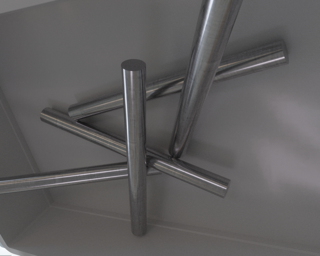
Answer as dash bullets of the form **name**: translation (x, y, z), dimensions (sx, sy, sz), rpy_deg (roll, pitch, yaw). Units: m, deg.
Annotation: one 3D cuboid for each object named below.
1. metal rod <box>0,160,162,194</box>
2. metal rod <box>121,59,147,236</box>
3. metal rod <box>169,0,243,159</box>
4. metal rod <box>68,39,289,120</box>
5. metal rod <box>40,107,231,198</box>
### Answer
- **metal rod**: translation (-0.147, 0.075, 0.458), dimensions (0.301, 0.025, 0.025), rpy_deg (-8, 117, 6)
- **metal rod**: translation (-0.030, 0.051, 0.406), dimensions (0.025, 0.025, 0.298), rpy_deg (18, 133, 18)
- **metal rod**: translation (0.033, -0.038, 0.284), dimensions (0.025, 0.025, 0.299), rpy_deg (28, 155, 10)
- **metal rod**: translation (-0.003, -0.049, 0.379), dimensions (0.300, 0.025, 0.025), rpy_deg (-11, 113, 33)
- **metal rod**: translation (-0.048, 0.027, 0.438), dimensions (0.301, 0.025, 0.025), rpy_deg (20, 126, 21)
